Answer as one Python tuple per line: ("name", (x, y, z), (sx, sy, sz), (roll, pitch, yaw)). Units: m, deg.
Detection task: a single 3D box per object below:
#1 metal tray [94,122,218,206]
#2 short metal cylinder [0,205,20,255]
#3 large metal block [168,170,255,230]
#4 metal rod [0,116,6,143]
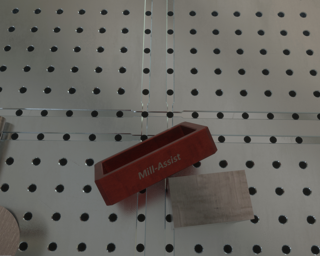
("metal tray", (-0.010, 0.035, 0.362), (0.131, 0.090, 0.030), (-25, 100, -9))
("short metal cylinder", (-0.197, 0.123, 0.337), (0.081, 0.050, 0.080), (8, 71, -23))
("large metal block", (0.051, 0.084, 0.352), (0.081, 0.080, 0.050), (-6, 70, -2))
("metal rod", (-0.232, 0.126, 0.363), (0.025, 0.025, 0.299), (5, 70, 2))
